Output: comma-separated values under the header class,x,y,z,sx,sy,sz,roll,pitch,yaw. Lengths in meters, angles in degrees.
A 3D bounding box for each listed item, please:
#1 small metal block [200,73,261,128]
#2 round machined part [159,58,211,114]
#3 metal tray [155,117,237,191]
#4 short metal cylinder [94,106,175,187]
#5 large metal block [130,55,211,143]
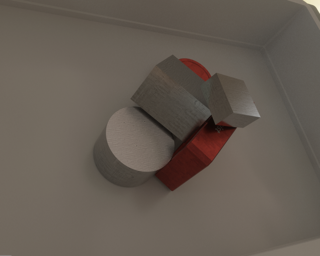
class,x,y,z,sx,sy,sz,roll,pitch,yaw
small metal block,0.078,-0.029,0.343,0.050,0.025,0.050,5,58,-41
round machined part,0.039,-0.063,0.453,0.099,0.042,0.098,14,56,-21
metal tray,0.057,0.013,0.386,0.030,0.090,0.131,44,50,2
short metal cylinder,-0.031,0.022,0.358,0.081,0.050,0.080,14,56,-21
large metal block,0.022,-0.039,0.379,0.080,0.050,0.080,39,26,-2
